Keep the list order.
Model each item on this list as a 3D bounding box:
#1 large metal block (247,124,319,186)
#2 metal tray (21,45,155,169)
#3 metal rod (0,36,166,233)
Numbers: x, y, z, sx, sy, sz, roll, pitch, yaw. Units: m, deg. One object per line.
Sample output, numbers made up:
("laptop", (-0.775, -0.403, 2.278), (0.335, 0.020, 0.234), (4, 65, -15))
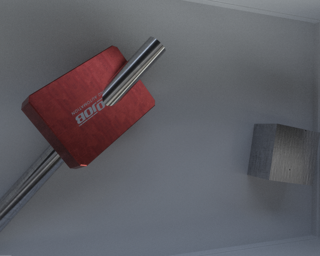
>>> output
("large metal block", (0.186, 0.039, 0.468), (0.081, 0.050, 0.080), (10, 87, -20))
("metal tray", (-0.075, -0.027, 0.357), (0.131, 0.030, 0.090), (-45, 105, -36))
("metal rod", (-0.101, 0.012, 0.353), (0.025, 0.025, 0.300), (43, 84, -15))
